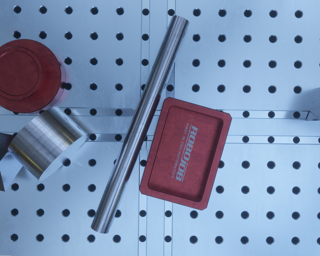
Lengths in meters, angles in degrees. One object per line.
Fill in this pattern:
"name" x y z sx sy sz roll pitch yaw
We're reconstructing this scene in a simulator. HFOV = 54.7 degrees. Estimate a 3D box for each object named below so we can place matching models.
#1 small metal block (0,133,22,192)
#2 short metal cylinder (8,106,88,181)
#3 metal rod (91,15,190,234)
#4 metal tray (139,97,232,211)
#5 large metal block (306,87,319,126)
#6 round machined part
"small metal block" -0.198 0.042 0.389 0.025 0.050 0.050 11 128 0
"short metal cylinder" -0.137 0.019 0.385 0.050 0.080 0.080 44 90 0
"metal rod" -0.026 -0.005 0.412 0.025 0.025 0.299 21 90 0
"metal tray" 0.033 0.033 0.410 0.090 0.030 0.129 16 90 0
"large metal block" 0.248 -0.018 0.388 0.080 0.080 0.050 21 90 0
"round machined part" -0.178 -0.068 0.403 0.099 0.042 0.097 0 90 0
